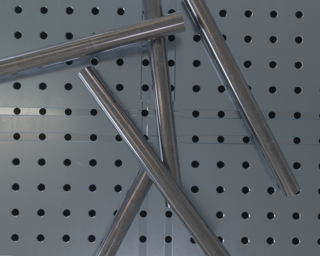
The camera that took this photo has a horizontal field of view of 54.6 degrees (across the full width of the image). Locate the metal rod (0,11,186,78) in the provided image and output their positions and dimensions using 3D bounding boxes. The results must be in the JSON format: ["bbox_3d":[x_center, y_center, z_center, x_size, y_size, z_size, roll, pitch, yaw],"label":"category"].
[{"bbox_3d":[-0.117,-0.099,0.397,0.301,0.025,0.025,-13,90,5],"label":"metal rod"}]

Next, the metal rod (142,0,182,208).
[{"bbox_3d":[0.003,-0.046,0.413,0.025,0.025,0.298,-6,90,0],"label":"metal rod"}]

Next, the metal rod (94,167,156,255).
[{"bbox_3d":[-0.083,0.188,0.412,0.025,0.025,0.299,27,90,0],"label":"metal rod"}]

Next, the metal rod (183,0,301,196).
[{"bbox_3d":[0.107,-0.048,0.413,0.025,0.025,0.299,-27,90,0],"label":"metal rod"}]

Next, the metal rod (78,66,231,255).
[{"bbox_3d":[-0.011,0.045,0.392,0.025,0.025,0.300,-36,82,0],"label":"metal rod"}]
